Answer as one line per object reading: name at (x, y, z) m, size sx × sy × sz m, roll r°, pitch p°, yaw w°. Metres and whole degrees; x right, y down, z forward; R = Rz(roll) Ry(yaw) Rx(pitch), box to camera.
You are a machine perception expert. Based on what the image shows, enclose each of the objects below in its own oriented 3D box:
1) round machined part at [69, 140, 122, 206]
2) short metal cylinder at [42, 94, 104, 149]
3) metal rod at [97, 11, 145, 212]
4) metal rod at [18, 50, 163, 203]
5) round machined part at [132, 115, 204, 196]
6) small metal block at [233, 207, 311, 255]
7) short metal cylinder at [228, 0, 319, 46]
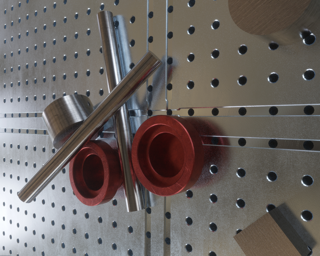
round machined part at (-0.093, 0.067, 0.475) m, size 0.098 × 0.042 × 0.097 m, roll 0°, pitch 89°, yaw 40°
short metal cylinder at (-0.136, -0.008, 0.486) m, size 0.080 × 0.081 × 0.050 m, roll -46°, pitch 63°, yaw 30°
metal rod at (-0.060, -0.030, 0.458) m, size 0.025 × 0.025 × 0.298 m, roll -17°, pitch 79°, yaw 39°
metal rod at (-0.109, 0.007, 0.449) m, size 0.299 × 0.025 × 0.025 m, roll -44°, pitch 63°, yaw 15°
round machined part at (0.014, 0.033, 0.387) m, size 0.098 × 0.042 × 0.097 m, roll 0°, pitch 90°, yaw 40°
small metal block at (0.113, 0.118, 0.316) m, size 0.050 × 0.025 × 0.050 m, roll -49°, pitch 61°, yaw 29°
short metal cylinder at (0.114, -0.125, 0.299) m, size 0.080 × 0.050 × 0.080 m, roll 0°, pitch 90°, yaw 40°
